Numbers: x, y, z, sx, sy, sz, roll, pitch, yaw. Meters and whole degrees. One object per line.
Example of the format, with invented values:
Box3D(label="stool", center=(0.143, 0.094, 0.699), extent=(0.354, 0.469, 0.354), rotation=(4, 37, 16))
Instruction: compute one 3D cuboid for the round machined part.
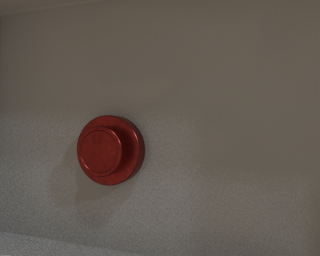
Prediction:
Box3D(label="round machined part", center=(-0.074, 0.031, 0.428), extent=(0.098, 0.042, 0.097), rotation=(0, 90, 20))
